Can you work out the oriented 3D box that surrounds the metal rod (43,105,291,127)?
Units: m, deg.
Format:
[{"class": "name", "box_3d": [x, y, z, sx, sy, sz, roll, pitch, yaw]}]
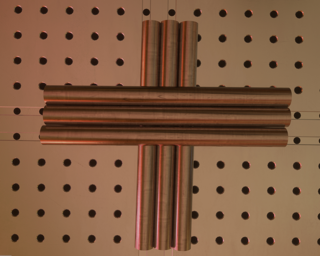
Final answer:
[{"class": "metal rod", "box_3d": [0.009, -0.015, 0.388, 0.302, 0.025, 0.025, 1, 90, 0]}]

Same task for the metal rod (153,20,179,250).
[{"class": "metal rod", "box_3d": [0.008, 0.009, 0.413, 0.025, 0.025, 0.298, 2, 90, 0]}]

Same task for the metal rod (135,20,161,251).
[{"class": "metal rod", "box_3d": [-0.016, 0.009, 0.413, 0.025, 0.025, 0.298, 2, 90, 0]}]

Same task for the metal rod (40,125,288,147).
[{"class": "metal rod", "box_3d": [0.005, 0.010, 0.388, 0.302, 0.025, 0.025, 1, 90, 0]}]

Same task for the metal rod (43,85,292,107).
[{"class": "metal rod", "box_3d": [0.010, -0.040, 0.388, 0.302, 0.025, 0.025, 1, 90, 0]}]

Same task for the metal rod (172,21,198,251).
[{"class": "metal rod", "box_3d": [0.034, 0.010, 0.414, 0.025, 0.025, 0.298, 2, 90, 0]}]
